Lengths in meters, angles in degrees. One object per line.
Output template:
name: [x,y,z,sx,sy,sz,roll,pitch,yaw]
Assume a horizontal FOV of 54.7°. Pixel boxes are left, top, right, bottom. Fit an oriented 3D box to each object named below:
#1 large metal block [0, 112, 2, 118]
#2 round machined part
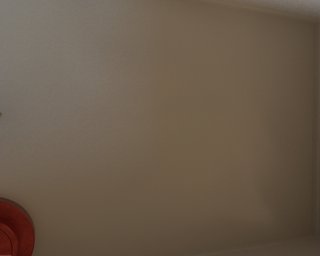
large metal block: [-0.207,-0.021,0.299,0.080,0.080,0.050,51,59,-14]
round machined part: [-0.188,0.127,0.332,0.099,0.042,0.097,0,90,-21]
